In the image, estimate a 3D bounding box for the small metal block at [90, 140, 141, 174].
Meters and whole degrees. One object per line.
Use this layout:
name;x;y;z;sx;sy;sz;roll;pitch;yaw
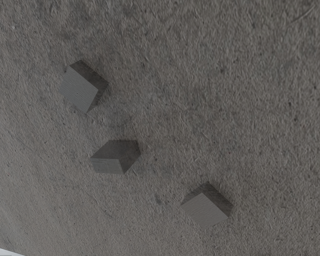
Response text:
small metal block;-0.064;0.041;0.450;0.050;0.050;0.025;-1;118;29

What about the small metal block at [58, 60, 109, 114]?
small metal block;-0.106;-0.056;0.428;0.050;0.025;0.050;40;129;1

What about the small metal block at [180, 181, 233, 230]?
small metal block;0.066;0.111;0.441;0.050;0.025;0.050;44;129;-3
